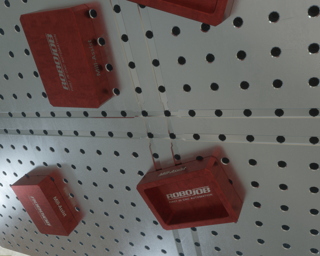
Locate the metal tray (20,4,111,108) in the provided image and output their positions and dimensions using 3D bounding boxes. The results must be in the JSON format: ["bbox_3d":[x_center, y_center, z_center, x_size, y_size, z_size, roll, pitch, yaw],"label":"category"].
[{"bbox_3d":[-0.125,-0.092,0.418,0.090,0.030,0.129,4,120,26],"label":"metal tray"}]

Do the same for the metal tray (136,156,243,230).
[{"bbox_3d":[0.040,0.099,0.448,0.130,0.030,0.090,-21,108,36],"label":"metal tray"}]

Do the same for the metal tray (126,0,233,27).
[{"bbox_3d":[0.013,-0.162,0.301,0.130,0.030,0.089,22,127,15],"label":"metal tray"}]

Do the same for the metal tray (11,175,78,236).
[{"bbox_3d":[-0.234,0.159,0.631,0.090,0.030,0.129,-8,115,31],"label":"metal tray"}]
